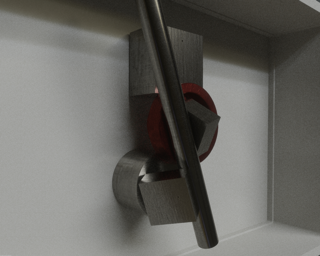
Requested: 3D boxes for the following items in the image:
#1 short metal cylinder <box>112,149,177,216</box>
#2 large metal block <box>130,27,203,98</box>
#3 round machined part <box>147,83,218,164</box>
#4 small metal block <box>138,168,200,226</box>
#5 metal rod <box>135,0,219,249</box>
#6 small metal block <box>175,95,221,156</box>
[{"bbox_3d":[-0.011,0.066,0.382,0.081,0.050,0.079,0,90,-40],"label":"short metal cylinder"},{"bbox_3d":[0.009,-0.080,0.396,0.081,0.050,0.079,0,90,-40],"label":"large metal block"},{"bbox_3d":[0.023,-0.004,0.377,0.099,0.042,0.097,0,90,-40],"label":"round machined part"},{"bbox_3d":[0.011,0.074,0.331,0.025,0.050,0.050,-47,124,-69],"label":"small metal block"},{"bbox_3d":[0.019,-0.007,0.332,0.025,0.025,0.298,-25,106,-38],"label":"metal rod"},{"bbox_3d":[0.036,-0.002,0.358,0.025,0.050,0.050,-25,141,-41],"label":"small metal block"}]
